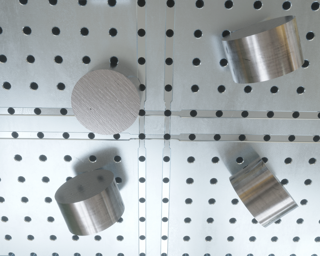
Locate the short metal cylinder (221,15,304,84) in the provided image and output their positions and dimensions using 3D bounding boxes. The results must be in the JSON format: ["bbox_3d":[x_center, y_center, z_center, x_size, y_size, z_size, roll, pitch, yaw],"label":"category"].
[{"bbox_3d":[0.116,-0.089,0.353,0.080,0.080,0.050,-19,109,6],"label":"short metal cylinder"}]

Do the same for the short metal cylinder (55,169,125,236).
[{"bbox_3d":[-0.094,0.098,0.419,0.080,0.080,0.050,-14,110,4],"label":"short metal cylinder"}]

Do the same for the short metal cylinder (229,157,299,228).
[{"bbox_3d":[0.139,0.085,0.418,0.050,0.080,0.080,-38,106,13],"label":"short metal cylinder"}]

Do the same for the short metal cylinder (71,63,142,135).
[{"bbox_3d":[-0.064,-0.037,0.385,0.081,0.050,0.079,0,110,-1],"label":"short metal cylinder"}]
